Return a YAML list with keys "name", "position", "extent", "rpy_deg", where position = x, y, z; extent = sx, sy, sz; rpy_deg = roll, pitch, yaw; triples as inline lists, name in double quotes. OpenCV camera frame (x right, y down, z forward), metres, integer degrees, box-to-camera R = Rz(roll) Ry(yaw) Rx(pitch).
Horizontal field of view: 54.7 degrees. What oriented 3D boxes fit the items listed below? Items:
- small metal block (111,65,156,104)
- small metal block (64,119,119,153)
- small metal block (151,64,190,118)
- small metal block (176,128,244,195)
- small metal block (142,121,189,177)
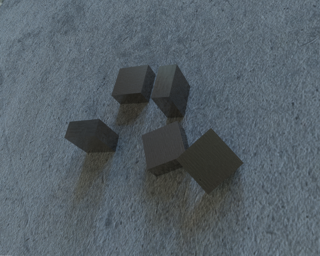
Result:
- name: "small metal block"
  position: [-0.039, -0.065, 0.464]
  extent: [0.050, 0.025, 0.050]
  rpy_deg: [-2, 61, 27]
- name: "small metal block"
  position: [-0.093, 0.012, 0.429]
  extent: [0.050, 0.050, 0.025]
  rpy_deg: [-4, 60, 26]
- name: "small metal block"
  position: [0.016, -0.048, 0.409]
  extent: [0.025, 0.050, 0.050]
  rpy_deg: [-1, 61, 28]
- name: "small metal block"
  position: [0.053, 0.036, 0.339]
  extent: [0.050, 0.025, 0.050]
  rpy_deg: [-42, 84, -1]
- name: "small metal block"
  position: [0.009, 0.026, 0.384]
  extent: [0.050, 0.025, 0.050]
  rpy_deg: [-22, 53, 14]
